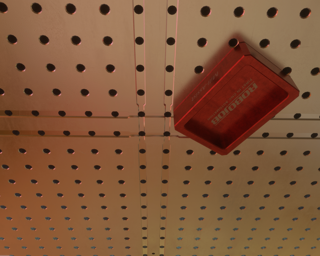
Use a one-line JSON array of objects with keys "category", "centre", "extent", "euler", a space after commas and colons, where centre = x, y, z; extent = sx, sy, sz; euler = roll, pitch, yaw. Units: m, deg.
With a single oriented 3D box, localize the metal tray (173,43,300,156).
[{"category": "metal tray", "centre": [0.090, -0.029, 0.384], "extent": [0.090, 0.030, 0.129], "euler": [29, 124, -23]}]
